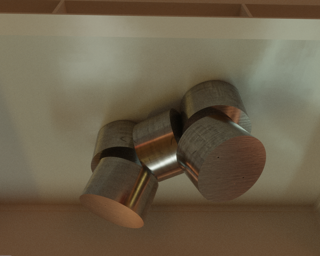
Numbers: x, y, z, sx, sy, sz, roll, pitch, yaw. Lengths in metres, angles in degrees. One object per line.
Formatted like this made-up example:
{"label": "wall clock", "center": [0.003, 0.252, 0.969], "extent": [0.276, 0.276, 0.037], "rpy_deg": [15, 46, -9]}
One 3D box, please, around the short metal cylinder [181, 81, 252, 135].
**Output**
{"label": "short metal cylinder", "center": [0.067, -0.011, 0.382], "extent": [0.081, 0.050, 0.079], "rpy_deg": [0, 130, 0]}

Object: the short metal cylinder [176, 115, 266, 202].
{"label": "short metal cylinder", "center": [0.065, 0.032, 0.333], "extent": [0.081, 0.050, 0.079], "rpy_deg": [-11, 120, -19]}

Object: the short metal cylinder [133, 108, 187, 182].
{"label": "short metal cylinder", "center": [0.009, 0.022, 0.389], "extent": [0.050, 0.080, 0.080], "rpy_deg": [-23, 127, 18]}

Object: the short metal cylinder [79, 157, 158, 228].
{"label": "short metal cylinder", "center": [-0.048, 0.078, 0.372], "extent": [0.080, 0.050, 0.080], "rpy_deg": [15, 145, 12]}

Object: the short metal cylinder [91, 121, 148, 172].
{"label": "short metal cylinder", "center": [-0.049, 0.037, 0.421], "extent": [0.081, 0.050, 0.079], "rpy_deg": [0, 130, 0]}
